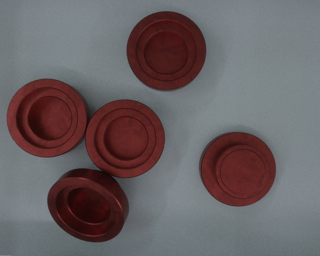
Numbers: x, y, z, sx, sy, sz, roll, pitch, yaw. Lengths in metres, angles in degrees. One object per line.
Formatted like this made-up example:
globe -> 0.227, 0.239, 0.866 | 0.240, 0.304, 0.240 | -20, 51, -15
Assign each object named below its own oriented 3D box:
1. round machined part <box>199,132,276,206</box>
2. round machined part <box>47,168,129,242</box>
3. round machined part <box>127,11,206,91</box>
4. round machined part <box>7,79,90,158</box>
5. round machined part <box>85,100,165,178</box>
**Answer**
round machined part -> 0.103, 0.054, 0.404 | 0.099, 0.042, 0.097 | 0, 90, 0
round machined part -> -0.085, 0.092, 0.389 | 0.098, 0.042, 0.097 | 5, 116, 11
round machined part -> 0.008, -0.096, 0.403 | 0.099, 0.042, 0.097 | 0, 90, 0
round machined part -> -0.140, -0.012, 0.402 | 0.099, 0.042, 0.097 | 0, 90, 0
round machined part -> -0.043, 0.013, 0.402 | 0.099, 0.042, 0.097 | 0, 90, 0
